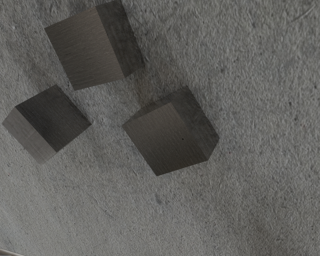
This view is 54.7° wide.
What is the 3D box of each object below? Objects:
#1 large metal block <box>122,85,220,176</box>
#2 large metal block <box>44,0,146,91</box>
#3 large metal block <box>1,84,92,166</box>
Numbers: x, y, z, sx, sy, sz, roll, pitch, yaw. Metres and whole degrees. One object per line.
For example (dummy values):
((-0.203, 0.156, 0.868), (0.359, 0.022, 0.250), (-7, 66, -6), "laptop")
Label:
((0.014, 0.005, 0.386), (0.080, 0.050, 0.080), (-24, 106, 36), "large metal block")
((-0.076, -0.097, 0.371), (0.080, 0.050, 0.080), (-8, 115, 31), "large metal block")
((-0.163, -0.006, 0.454), (0.050, 0.080, 0.080), (-34, 99, 38), "large metal block")
